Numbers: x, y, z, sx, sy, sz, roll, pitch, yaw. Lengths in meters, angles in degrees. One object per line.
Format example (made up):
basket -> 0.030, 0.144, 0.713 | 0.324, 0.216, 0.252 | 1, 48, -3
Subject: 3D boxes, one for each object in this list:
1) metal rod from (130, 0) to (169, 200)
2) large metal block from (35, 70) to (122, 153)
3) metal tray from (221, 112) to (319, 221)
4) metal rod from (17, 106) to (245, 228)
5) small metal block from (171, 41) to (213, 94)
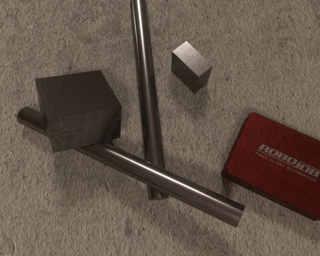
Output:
metal rod -> -0.018, -0.053, 0.427 | 0.025, 0.025, 0.299 | -6, 70, -3
large metal block -> -0.099, -0.023, 0.376 | 0.081, 0.050, 0.080 | -13, 45, -23
metal tray -> 0.156, 0.047, 0.390 | 0.130, 0.030, 0.090 | 25, 72, 8
metal rod -> -0.047, 0.039, 0.372 | 0.301, 0.025, 0.025 | 23, 71, 16
small metal block -> 0.042, -0.082, 0.425 | 0.025, 0.050, 0.050 | -39, 75, -13
